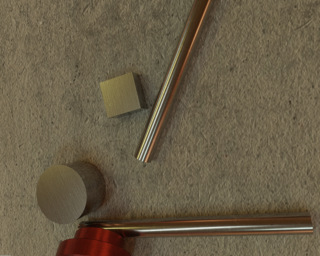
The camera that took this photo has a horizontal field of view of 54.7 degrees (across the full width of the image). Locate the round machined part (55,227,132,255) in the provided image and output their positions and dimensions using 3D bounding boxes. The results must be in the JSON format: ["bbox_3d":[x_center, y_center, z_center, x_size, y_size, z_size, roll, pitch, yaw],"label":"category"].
[{"bbox_3d":[-0.084,0.165,0.410,0.098,0.098,0.042,-8,46,19],"label":"round machined part"}]

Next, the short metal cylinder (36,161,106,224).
[{"bbox_3d":[-0.125,0.089,0.438,0.080,0.050,0.079,0,90,19],"label":"short metal cylinder"}]

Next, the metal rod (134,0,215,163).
[{"bbox_3d":[0.031,-0.096,0.397,0.025,0.025,0.298,24,98,18],"label":"metal rod"}]

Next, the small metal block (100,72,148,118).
[{"bbox_3d":[-0.050,-0.044,0.425,0.050,0.025,0.050,-15,85,19],"label":"small metal block"}]

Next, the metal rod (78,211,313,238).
[{"bbox_3d":[0.029,0.127,0.397,0.301,0.025,0.025,-8,87,19],"label":"metal rod"}]
